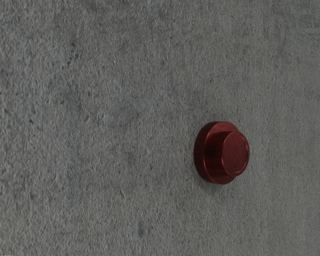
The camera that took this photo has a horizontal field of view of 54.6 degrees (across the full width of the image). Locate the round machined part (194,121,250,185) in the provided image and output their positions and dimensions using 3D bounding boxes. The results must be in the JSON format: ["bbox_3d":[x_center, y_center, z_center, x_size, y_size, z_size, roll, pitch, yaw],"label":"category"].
[{"bbox_3d":[0.101,0.039,0.477,0.099,0.042,0.097,0,90,-40],"label":"round machined part"}]
